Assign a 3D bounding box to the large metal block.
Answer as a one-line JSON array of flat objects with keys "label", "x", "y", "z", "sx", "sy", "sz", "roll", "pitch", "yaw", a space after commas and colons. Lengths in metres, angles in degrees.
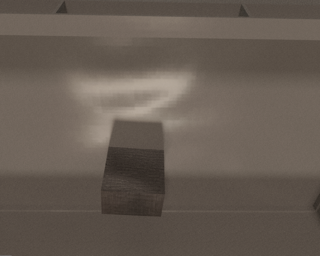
[{"label": "large metal block", "x": -0.036, "y": 0.074, "z": 0.436, "sx": 0.081, "sy": 0.080, "sz": 0.050, "roll": 4, "pitch": 130, "yaw": -4}]
